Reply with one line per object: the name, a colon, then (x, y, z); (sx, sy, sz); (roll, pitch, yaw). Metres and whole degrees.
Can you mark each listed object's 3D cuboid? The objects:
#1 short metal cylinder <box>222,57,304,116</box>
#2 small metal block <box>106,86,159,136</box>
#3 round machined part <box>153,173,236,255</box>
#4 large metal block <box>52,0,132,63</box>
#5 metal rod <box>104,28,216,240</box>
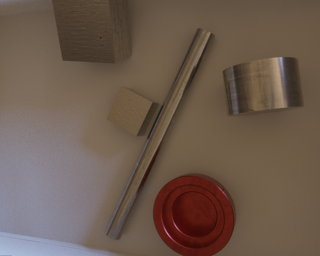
short metal cylinder: (0.112, -0.043, 0.342); (0.080, 0.080, 0.050); (-7, 88, 19)
small metal block: (-0.037, -0.023, 0.423); (0.050, 0.025, 0.050); (29, 99, 17)
round machined part: (0.045, 0.105, 0.385); (0.098, 0.042, 0.097); (0, 90, 19)
large metal block: (-0.087, -0.133, 0.412); (0.080, 0.050, 0.079); (7, 117, 19)
metal rod: (-0.004, 0.014, 0.410); (0.025, 0.025, 0.298); (27, 99, 17)
